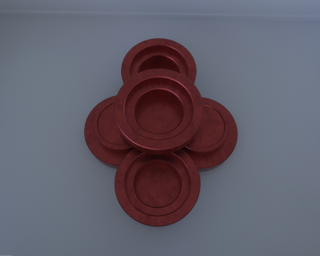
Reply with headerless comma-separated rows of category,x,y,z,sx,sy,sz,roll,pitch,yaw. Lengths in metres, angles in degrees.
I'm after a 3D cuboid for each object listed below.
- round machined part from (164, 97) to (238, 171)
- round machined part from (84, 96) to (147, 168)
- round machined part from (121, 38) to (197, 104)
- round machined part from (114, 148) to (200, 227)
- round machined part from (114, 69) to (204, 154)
round machined part,0.051,0.004,0.397,0.099,0.042,0.098,0,70,-1
round machined part,-0.048,0.001,0.398,0.099,0.042,0.098,0,70,-1
round machined part,-0.001,-0.070,0.424,0.099,0.042,0.098,0,70,-1
round machined part,-0.003,0.069,0.373,0.099,0.042,0.098,0,70,-1
round machined part,-0.001,-0.016,0.360,0.099,0.042,0.098,0,70,-1
